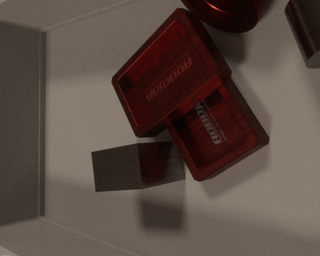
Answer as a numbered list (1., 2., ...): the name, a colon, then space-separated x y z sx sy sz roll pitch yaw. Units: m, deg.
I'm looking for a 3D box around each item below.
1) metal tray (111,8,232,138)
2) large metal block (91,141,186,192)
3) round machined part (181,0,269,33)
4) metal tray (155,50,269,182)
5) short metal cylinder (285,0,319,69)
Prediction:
1. metal tray: 0.006 -0.058 0.356 0.130 0.030 0.090 -39 67 33
2. large metal block: -0.027 0.048 0.391 0.080 0.081 0.050 -13 82 39
3. round machined part: 0.065 -0.145 0.312 0.098 0.098 0.042 28 81 36
4. metal tray: 0.051 -0.016 0.359 0.090 0.030 0.130 -40 66 32
5. short metal cylinder: 0.149 -0.089 0.247 0.080 0.081 0.050 -25 75 37
